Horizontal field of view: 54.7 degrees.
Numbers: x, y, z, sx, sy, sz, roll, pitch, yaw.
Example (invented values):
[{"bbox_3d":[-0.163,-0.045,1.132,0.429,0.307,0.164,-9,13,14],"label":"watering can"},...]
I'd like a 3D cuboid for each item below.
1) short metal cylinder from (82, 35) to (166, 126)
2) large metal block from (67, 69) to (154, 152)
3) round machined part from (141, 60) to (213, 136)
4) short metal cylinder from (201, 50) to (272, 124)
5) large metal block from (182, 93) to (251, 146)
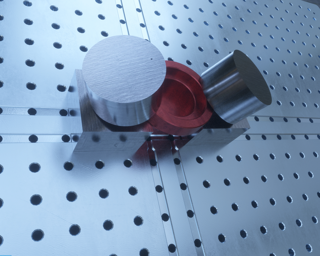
[{"bbox_3d":[-0.036,-0.048,0.321,0.081,0.050,0.080,2,65,-4],"label":"short metal cylinder"},{"bbox_3d":[-0.062,-0.019,0.370,0.081,0.050,0.080,1,62,-28],"label":"large metal block"},{"bbox_3d":[0.014,-0.033,0.387,0.099,0.042,0.098,14,56,-21],"label":"round machined part"},{"bbox_3d":[0.097,-0.052,0.395,0.080,0.050,0.080,31,42,-33],"label":"short metal cylinder"},{"bbox_3d":[0.070,-0.023,0.443,0.081,0.050,0.080,-1,62,-29],"label":"large metal block"}]
